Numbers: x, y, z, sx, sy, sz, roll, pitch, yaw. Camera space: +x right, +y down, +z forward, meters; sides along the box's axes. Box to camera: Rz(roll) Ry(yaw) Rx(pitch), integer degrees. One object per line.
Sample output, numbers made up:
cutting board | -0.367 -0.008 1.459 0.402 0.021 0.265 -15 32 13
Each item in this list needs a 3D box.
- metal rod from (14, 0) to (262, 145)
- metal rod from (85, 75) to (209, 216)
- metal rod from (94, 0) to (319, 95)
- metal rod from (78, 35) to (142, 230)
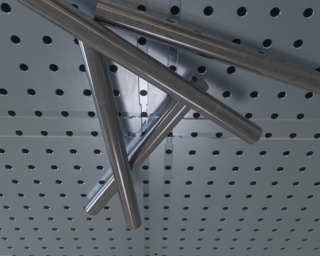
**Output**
metal rod | -0.008 -0.061 0.329 0.301 0.025 0.025 29 124 -19
metal rod | -0.034 0.042 0.446 0.025 0.025 0.299 26 125 -21
metal rod | 0.080 -0.082 0.342 0.302 0.025 0.025 15 129 -13
metal rod | -0.058 0.026 0.408 0.025 0.025 0.298 -5 123 4
